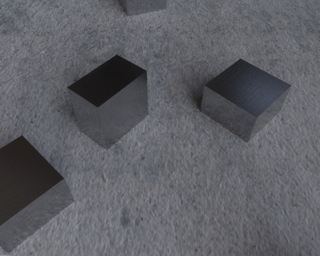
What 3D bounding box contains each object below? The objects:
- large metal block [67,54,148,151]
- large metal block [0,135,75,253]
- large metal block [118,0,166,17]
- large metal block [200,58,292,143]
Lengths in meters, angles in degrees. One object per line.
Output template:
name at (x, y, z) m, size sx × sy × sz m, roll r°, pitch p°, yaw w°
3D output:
large metal block at (-0.061, -0.032, 0.394) m, size 0.050 × 0.080 × 0.080 m, roll 32°, pitch 57°, yaw 24°
large metal block at (-0.153, 0.067, 0.329) m, size 0.080 × 0.050 × 0.080 m, roll 37°, pitch 59°, yaw 26°
large metal block at (-0.039, -0.272, 0.615) m, size 0.081 × 0.050 × 0.080 m, roll -16°, pitch 52°, yaw -14°
large metal block at (0.115, -0.040, 0.422) m, size 0.080 × 0.050 × 0.080 m, roll 37°, pitch 59°, yaw 26°
